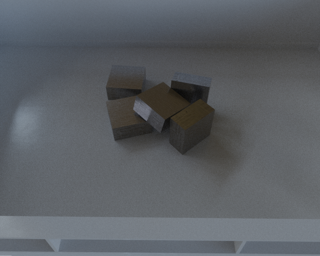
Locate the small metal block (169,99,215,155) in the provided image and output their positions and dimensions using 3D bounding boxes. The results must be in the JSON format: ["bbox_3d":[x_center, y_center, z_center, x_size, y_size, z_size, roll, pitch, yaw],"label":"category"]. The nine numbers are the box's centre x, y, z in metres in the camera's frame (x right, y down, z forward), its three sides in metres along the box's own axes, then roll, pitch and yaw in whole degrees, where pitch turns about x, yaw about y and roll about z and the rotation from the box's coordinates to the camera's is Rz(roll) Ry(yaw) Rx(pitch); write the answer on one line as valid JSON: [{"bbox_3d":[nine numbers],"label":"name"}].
[{"bbox_3d":[0.040,-0.001,0.390,0.050,0.050,0.025,-33,58,-25],"label":"small metal block"}]

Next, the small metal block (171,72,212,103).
[{"bbox_3d":[0.041,-0.045,0.425,0.050,0.050,0.025,12,39,9],"label":"small metal block"}]

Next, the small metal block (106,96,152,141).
[{"bbox_3d":[-0.042,-0.015,0.417,0.050,0.025,0.050,-12,51,-11],"label":"small metal block"}]

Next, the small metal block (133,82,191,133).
[{"bbox_3d":[0.002,-0.028,0.401,0.050,0.025,0.050,41,50,20],"label":"small metal block"}]

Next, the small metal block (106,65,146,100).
[{"bbox_3d":[-0.049,-0.067,0.461,0.050,0.025,0.050,4,50,3],"label":"small metal block"}]
